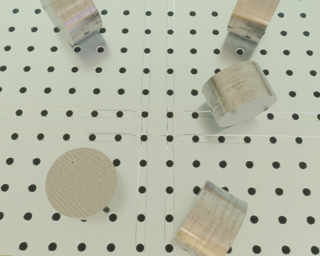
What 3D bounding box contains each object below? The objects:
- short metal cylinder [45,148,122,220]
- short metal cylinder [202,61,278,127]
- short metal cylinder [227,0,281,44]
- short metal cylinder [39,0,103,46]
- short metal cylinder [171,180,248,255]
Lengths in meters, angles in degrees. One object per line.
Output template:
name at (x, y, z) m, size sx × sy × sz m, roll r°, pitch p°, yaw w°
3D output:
short metal cylinder at (-0.089, 0.069, 0.373) m, size 0.081 × 0.050 × 0.080 m, roll 0°, pitch 70°, yaw 0°
short metal cylinder at (0.101, -0.042, 0.398) m, size 0.080 × 0.080 × 0.050 m, roll -19°, pitch 71°, yaw -7°
short metal cylinder at (0.137, -0.168, 0.445) m, size 0.050 × 0.080 × 0.080 m, roll 27°, pitch 72°, yaw 9°
short metal cylinder at (-0.127, -0.166, 0.442) m, size 0.050 × 0.080 × 0.080 m, roll -38°, pitch 75°, yaw -13°
short metal cylinder at (0.054, 0.105, 0.344) m, size 0.050 × 0.080 × 0.080 m, roll 30°, pitch 73°, yaw 10°
